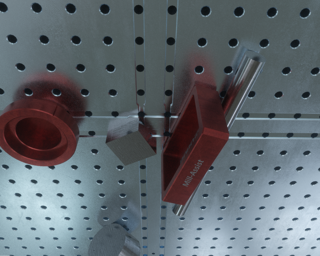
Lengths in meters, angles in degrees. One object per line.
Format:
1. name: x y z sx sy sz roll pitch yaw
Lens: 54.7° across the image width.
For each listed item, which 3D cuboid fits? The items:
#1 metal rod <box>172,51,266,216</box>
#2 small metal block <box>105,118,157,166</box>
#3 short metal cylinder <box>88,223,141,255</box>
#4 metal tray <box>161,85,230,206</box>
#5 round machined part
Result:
1. metal rod: 0.070 0.030 0.438 0.025 0.025 0.298 11 129 -10
2. small metal block: -0.039 0.020 0.429 0.050 0.025 0.050 -22 127 17
3. short metal cylinder: -0.083 0.223 0.564 0.080 0.080 0.050 -23 127 18
4. metal tray: 0.037 0.023 0.389 0.030 0.090 0.129 15 129 -13
5. round machined part: -0.154 0.001 0.399 0.099 0.042 0.097 -1 130 0
